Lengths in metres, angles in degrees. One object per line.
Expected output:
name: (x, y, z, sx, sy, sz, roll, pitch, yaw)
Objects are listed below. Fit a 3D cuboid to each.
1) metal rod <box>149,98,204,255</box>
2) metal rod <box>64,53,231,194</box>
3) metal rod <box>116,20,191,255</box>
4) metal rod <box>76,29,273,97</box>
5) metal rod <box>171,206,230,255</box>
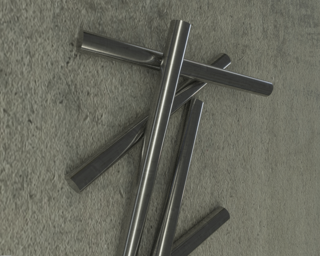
metal rod: (0.015, 0.099, 0.396, 0.025, 0.025, 0.299, 30, 65, -36)
metal rod: (0.004, -0.023, 0.407, 0.302, 0.025, 0.025, -41, 115, -32)
metal rod: (-0.009, 0.023, 0.367, 0.025, 0.025, 0.298, 12, 91, -40)
metal rod: (0.041, -0.078, 0.412, 0.302, 0.025, 0.025, 7, 86, -32)
metal rod: (-0.009, 0.186, 0.397, 0.302, 0.025, 0.025, -25, 106, -37)
